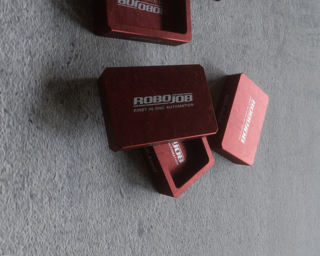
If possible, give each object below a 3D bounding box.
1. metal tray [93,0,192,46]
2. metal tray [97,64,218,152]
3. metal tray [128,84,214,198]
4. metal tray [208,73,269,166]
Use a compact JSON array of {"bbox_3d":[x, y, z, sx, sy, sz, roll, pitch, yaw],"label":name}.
[{"bbox_3d":[-0.018,-0.155,0.385,0.131,0.030,0.089,-5,94,-40],"label":"metal tray"},{"bbox_3d":[-0.001,-0.027,0.368,0.131,0.030,0.090,-8,81,-26],"label":"metal tray"},{"bbox_3d":[0.017,0.015,0.415,0.091,0.030,0.129,-34,111,-35],"label":"metal tray"},{"bbox_3d":[0.131,-0.013,0.511,0.090,0.030,0.130,30,72,-36],"label":"metal tray"}]
